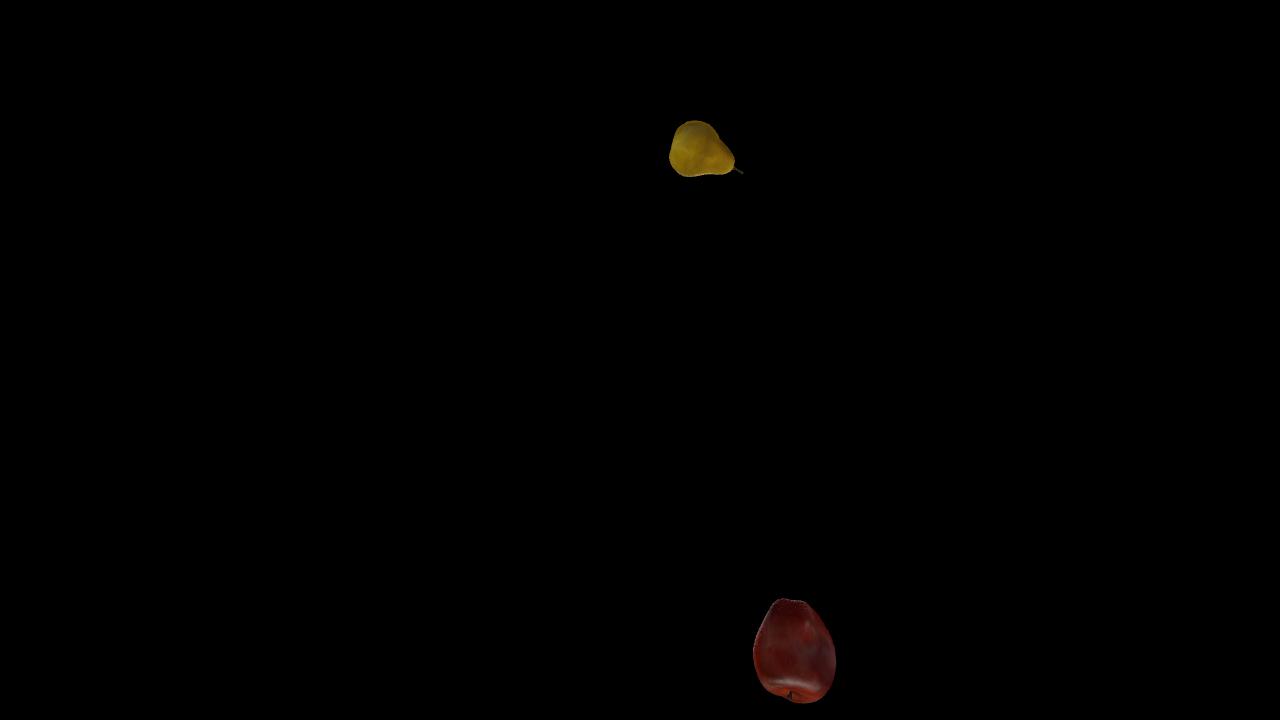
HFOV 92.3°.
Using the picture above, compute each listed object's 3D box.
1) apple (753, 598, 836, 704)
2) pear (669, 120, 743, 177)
[{"bbox_3d":[0.150,0.283,0.598,0.079,0.079,0.093,0,42,17],"label":"apple"},{"bbox_3d":[0.099,-0.293,0.880,0.111,0.080,0.080,19,0,1],"label":"pear"}]
